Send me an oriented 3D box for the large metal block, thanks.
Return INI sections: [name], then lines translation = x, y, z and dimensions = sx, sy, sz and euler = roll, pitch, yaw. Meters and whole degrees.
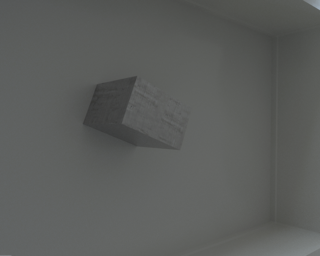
[large metal block]
translation = -0.026, -0.013, 0.348
dimensions = 0.080, 0.080, 0.050
euler = 26, 74, -37
